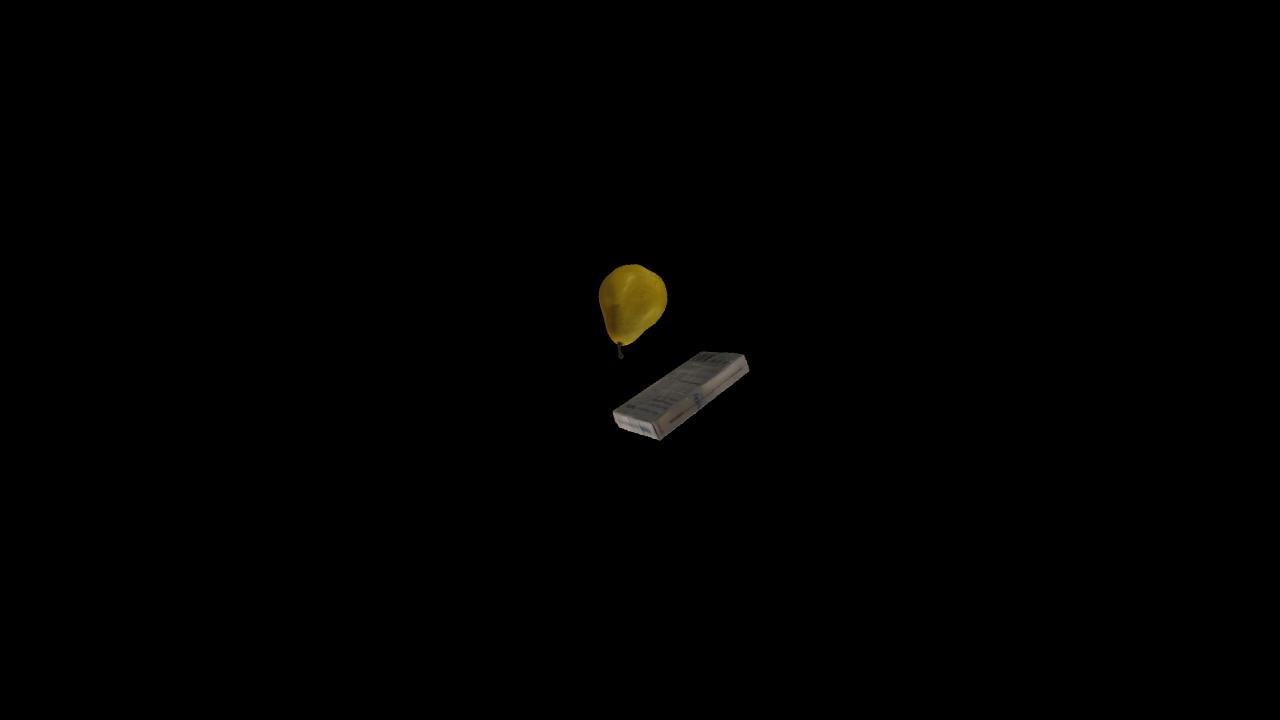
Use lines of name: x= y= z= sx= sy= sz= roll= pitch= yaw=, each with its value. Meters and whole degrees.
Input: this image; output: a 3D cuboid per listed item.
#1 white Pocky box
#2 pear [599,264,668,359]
white Pocky box: x=0.050 y=0.037 z=0.732 sx=0.154 sy=0.028 sz=0.084 roll=-33 pitch=22 yaw=-28
pear: x=-0.017 y=-0.054 z=0.707 sx=0.080 sy=0.111 sz=0.080 roll=22 pitch=-25 yaw=11
